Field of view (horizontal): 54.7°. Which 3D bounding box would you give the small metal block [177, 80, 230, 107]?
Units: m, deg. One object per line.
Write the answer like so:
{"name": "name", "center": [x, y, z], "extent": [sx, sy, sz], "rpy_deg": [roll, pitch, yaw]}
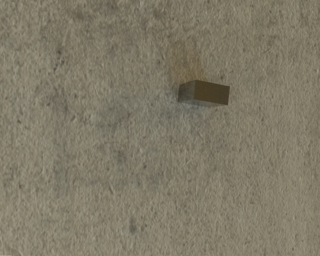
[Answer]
{"name": "small metal block", "center": [0.058, -0.045, 0.418], "extent": [0.050, 0.050, 0.025], "rpy_deg": [8, 88, -20]}
